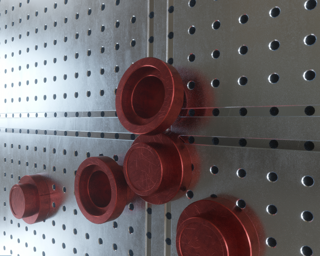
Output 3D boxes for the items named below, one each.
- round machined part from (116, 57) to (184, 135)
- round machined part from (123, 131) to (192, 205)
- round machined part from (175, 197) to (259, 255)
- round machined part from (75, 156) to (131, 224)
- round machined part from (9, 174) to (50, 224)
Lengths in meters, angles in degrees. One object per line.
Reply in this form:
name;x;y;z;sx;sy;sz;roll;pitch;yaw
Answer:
round machined part;-0.009;-0.038;0.401;0.098;0.042;0.098;-7;78;38
round machined part;-0.010;0.052;0.408;0.098;0.042;0.097;0;90;40
round machined part;0.057;0.131;0.352;0.098;0.042;0.097;0;90;40
round machined part;-0.083;0.091;0.468;0.098;0.042;0.097;0;90;40
round machined part;-0.266;0.143;0.620;0.098;0.042;0.097;0;90;40
